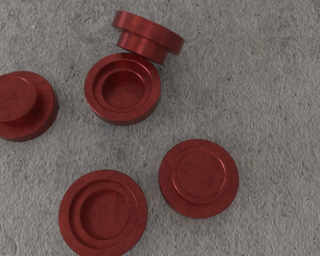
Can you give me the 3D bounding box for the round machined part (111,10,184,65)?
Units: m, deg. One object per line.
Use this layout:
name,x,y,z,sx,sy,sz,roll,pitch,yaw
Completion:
round machined part,-0.020,-0.117,0.418,0.098,0.098,0.042,24,99,8

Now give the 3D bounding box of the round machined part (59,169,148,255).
round machined part,-0.063,0.101,0.362,0.099,0.042,0.098,0,70,0

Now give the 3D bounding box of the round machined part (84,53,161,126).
round machined part,-0.048,-0.048,0.416,0.099,0.042,0.098,0,71,0

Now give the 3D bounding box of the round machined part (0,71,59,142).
round machined part,-0.190,-0.033,0.410,0.099,0.042,0.098,0,70,0

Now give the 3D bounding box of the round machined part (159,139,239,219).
round machined part,0.047,0.059,0.378,0.099,0.042,0.098,0,70,0
